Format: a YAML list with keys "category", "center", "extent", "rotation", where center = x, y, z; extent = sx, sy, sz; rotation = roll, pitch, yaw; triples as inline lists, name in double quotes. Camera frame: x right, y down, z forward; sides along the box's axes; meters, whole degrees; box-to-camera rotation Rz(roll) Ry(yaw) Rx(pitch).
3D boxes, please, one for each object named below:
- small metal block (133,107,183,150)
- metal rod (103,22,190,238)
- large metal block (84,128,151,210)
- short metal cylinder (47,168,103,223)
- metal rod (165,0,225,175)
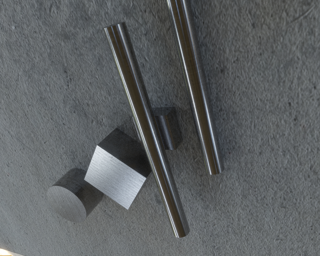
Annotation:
- category: "small metal block"
  center: [-0.003, 0.001, 0.409]
  extent: [0.050, 0.025, 0.050]
  rotation: [-1, 118, 28]
- category: "metal rod"
  center: [-0.009, 0.020, 0.391]
  extent: [0.025, 0.025, 0.298]
  rotation: [-3, 118, 29]
- category: "large metal block"
  center: [-0.056, 0.060, 0.457]
  extent: [0.080, 0.050, 0.079]
  rotation: [33, 129, 6]
- category: "short metal cylinder"
  center: [-0.147, 0.118, 0.541]
  extent: [0.080, 0.050, 0.079]
  rotation: [13, 124, 21]
- category: "metal rod"
  center: [0.033, -0.078, 0.341]
  extent: [0.025, 0.025, 0.298]
  rotation: [-2, 118, 29]
